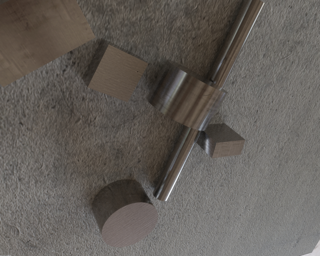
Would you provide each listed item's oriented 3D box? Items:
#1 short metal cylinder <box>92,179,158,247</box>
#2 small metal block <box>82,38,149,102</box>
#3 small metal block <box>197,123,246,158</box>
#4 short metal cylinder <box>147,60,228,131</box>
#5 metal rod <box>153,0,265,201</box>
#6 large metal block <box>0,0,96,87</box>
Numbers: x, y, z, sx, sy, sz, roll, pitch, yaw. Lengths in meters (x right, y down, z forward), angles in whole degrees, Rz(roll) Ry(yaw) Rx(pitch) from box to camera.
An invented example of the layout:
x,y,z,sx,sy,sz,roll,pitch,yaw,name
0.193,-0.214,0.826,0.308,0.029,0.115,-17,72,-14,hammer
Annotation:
x,y,z,sx,sy,sz,roll,pitch,yaw,name
-0.050,0.120,0.438,0.081,0.050,0.079,-14,124,-21,short metal cylinder
-0.049,-0.063,0.341,0.050,0.025,0.050,19,108,-36,small metal block
0.085,0.017,0.448,0.050,0.050,0.025,-4,120,-27,small metal block
0.032,-0.039,0.364,0.081,0.080,0.050,18,109,-35,short metal cylinder
0.058,-0.026,0.422,0.025,0.025,0.298,11,113,-33,metal rod
-0.111,-0.088,0.256,0.080,0.080,0.050,-31,129,-8,large metal block
